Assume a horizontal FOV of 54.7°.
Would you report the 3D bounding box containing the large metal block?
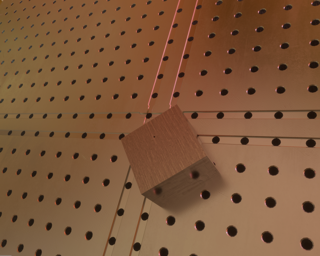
[{"bbox_3d":[0.010,0.033,0.366,0.080,0.050,0.080,-32,52,7],"label":"large metal block"}]
